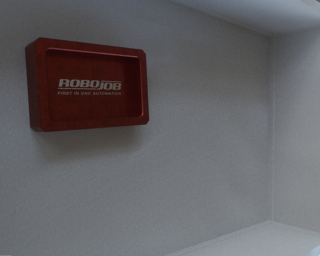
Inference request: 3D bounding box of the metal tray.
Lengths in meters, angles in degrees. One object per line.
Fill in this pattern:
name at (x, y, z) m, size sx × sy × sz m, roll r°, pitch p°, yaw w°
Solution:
metal tray at (-0.074, -0.045, 0.342) m, size 0.131 × 0.030 × 0.089 m, roll -5°, pitch 93°, yaw -40°
